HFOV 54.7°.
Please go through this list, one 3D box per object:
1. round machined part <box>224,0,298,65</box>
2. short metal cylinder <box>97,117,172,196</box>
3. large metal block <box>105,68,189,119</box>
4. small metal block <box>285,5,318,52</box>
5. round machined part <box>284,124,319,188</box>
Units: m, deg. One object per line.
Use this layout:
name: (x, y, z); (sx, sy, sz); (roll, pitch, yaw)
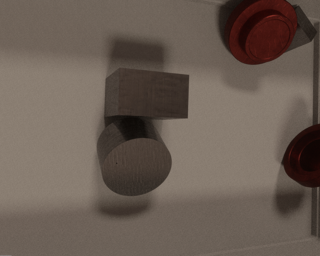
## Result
round machined part: (0.143, -0.130, 0.428); (0.099, 0.042, 0.097); (-6, 131, -7)
short metal cylinder: (-0.032, 0.034, 0.370); (0.081, 0.050, 0.079); (-8, 121, -14)
large metal block: (-0.019, -0.037, 0.375); (0.081, 0.080, 0.050); (2, 89, -21)
small metal block: (0.198, -0.148, 0.470); (0.050, 0.050, 0.025); (47, 64, -15)
round machined part: (0.239, 0.045, 0.463); (0.042, 0.098, 0.098); (32, 79, -18)
